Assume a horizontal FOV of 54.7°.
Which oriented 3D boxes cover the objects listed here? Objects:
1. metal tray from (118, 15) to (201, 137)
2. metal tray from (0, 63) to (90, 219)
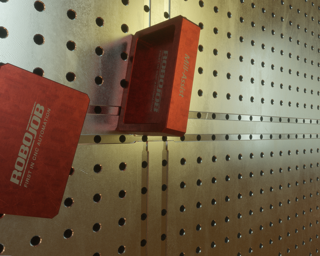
[{"bbox_3d":[-0.003,-0.056,0.365,0.030,0.090,0.129,14,81,-40],"label":"metal tray"},{"bbox_3d":[-0.129,0.015,0.299,0.091,0.030,0.129,21,77,-38],"label":"metal tray"}]
